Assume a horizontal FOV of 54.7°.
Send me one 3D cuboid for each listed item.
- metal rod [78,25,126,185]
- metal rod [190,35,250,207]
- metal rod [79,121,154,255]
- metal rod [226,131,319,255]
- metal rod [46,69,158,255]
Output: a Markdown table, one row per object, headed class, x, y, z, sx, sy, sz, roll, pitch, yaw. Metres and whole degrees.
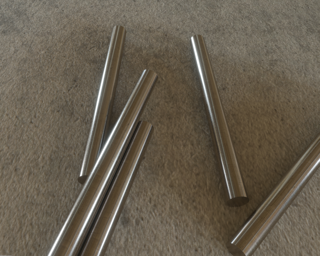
| class | x | y | z | sx | sy | sz | roll | pitch | yaw |
| --- | --- | --- | --- | --- | --- | --- | --- | --- | --- |
| metal rod | -0.076 | -0.055 | 0.447 | 0.025 | 0.025 | 0.300 | 2 | 50 | 1 |
| metal rod | 0.074 | -0.034 | 0.432 | 0.025 | 0.025 | 0.300 | -3 | 50 | -3 |
| metal rod | -0.062 | 0.109 | 0.310 | 0.025 | 0.025 | 0.300 | 13 | 51 | 10 |
| metal rod | 0.180 | 0.039 | 0.372 | 0.025 | 0.025 | 0.302 | 37 | 59 | 26 |
| metal rod | -0.058 | 0.038 | 0.346 | 0.025 | 0.025 | 0.300 | 13 | 52 | 10 |
